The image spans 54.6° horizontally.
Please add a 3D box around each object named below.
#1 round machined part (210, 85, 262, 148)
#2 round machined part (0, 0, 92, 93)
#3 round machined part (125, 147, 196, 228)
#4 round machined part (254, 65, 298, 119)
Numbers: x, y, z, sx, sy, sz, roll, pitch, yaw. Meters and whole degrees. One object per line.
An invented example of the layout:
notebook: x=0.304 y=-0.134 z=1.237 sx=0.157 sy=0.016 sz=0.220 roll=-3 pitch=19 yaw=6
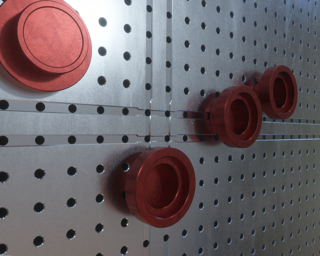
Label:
round machined part: x=0.117 y=-0.017 z=0.495 sx=0.099 sy=0.042 sz=0.097 roll=0 pitch=90 yaw=-40
round machined part: x=-0.111 y=-0.084 z=0.304 sx=0.099 sy=0.042 sz=0.097 roll=0 pitch=91 yaw=-40
round machined part: x=-0.004 y=0.072 z=0.394 sx=0.099 sy=0.042 sz=0.097 roll=0 pitch=90 yaw=-40
round machined part: x=0.210 y=-0.064 z=0.572 sx=0.099 sy=0.042 sz=0.097 roll=0 pitch=90 yaw=-40
